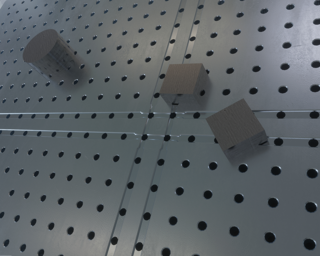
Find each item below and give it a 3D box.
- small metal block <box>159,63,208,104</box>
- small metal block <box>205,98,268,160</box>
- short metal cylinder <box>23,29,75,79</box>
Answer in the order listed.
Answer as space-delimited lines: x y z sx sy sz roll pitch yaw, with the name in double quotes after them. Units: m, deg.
0.033 -0.061 0.429 0.050 0.025 0.050 5 64 30 "small metal block"
0.089 0.001 0.361 0.050 0.025 0.050 -29 52 10 "small metal block"
-0.210 -0.140 0.589 0.080 0.050 0.080 -13 56 21 "short metal cylinder"
